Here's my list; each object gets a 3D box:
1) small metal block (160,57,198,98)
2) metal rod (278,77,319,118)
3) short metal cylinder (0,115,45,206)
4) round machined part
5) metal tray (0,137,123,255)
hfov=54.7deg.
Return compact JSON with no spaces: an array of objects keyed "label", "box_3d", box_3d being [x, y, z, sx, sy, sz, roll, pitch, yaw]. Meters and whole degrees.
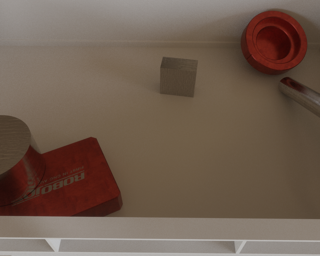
[{"label":"small metal block","box_3d":[0.027,-0.074,0.451,0.050,0.050,0.025,7,51,5]},{"label":"metal rod","box_3d":[0.206,-0.002,0.329,0.025,0.025,0.300,-5,25,-5]},{"label":"short metal cylinder","box_3d":[-0.167,0.033,0.319,0.081,0.050,0.080,0,50,0]},{"label":"round machined part","box_3d":[0.174,-0.129,0.487,0.099,0.042,0.098,1,79,-7]},{"label":"metal tray","box_3d":[-0.118,0.070,0.341,0.131,0.030,0.090,-20,53,-17]}]
